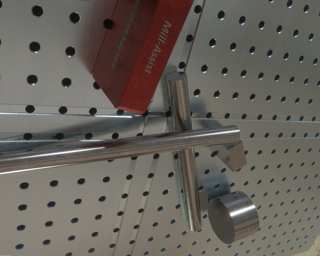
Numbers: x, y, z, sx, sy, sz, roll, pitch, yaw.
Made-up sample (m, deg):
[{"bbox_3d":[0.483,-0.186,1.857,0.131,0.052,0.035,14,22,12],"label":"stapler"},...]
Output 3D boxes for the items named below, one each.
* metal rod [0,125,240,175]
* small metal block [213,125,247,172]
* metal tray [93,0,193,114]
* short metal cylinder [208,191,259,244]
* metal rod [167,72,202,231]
[{"bbox_3d":[-0.038,0.024,0.385,0.303,0.025,0.025,-6,122,-18],"label":"metal rod"},{"bbox_3d":[0.104,0.031,0.473,0.025,0.050,0.050,-30,129,-9],"label":"small metal block"},{"bbox_3d":[-0.021,-0.090,0.302,0.030,0.090,0.129,12,112,-34],"label":"metal tray"},{"bbox_3d":[0.127,0.156,0.544,0.050,0.080,0.079,-12,124,-23],"label":"short metal cylinder"},{"bbox_3d":[0.042,0.055,0.470,0.025,0.025,0.298,-22,127,-16],"label":"metal rod"}]
